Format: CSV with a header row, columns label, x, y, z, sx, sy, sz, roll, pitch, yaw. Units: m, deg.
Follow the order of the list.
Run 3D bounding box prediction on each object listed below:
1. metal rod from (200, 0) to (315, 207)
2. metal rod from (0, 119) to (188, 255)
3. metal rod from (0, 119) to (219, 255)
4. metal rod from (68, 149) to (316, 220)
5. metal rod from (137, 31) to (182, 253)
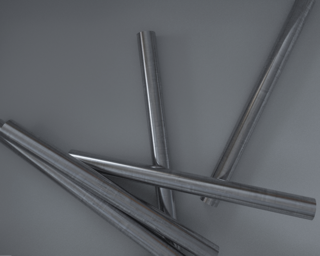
label,x,y,z,sx,sy,sz,roll,pitch,yaw
metal rod,0.129,-0.035,0.412,0.025,0.025,0.299,26,90,0
metal rod,-0.096,0.083,0.397,0.301,0.025,0.025,35,90,5
metal rod,-0.061,0.079,0.383,0.301,0.025,0.025,32,90,-1
metal rod,0.026,0.066,0.379,0.301,0.025,0.025,10,90,12
metal rod,-0.001,0.023,0.411,0.025,0.025,0.298,-7,90,0
